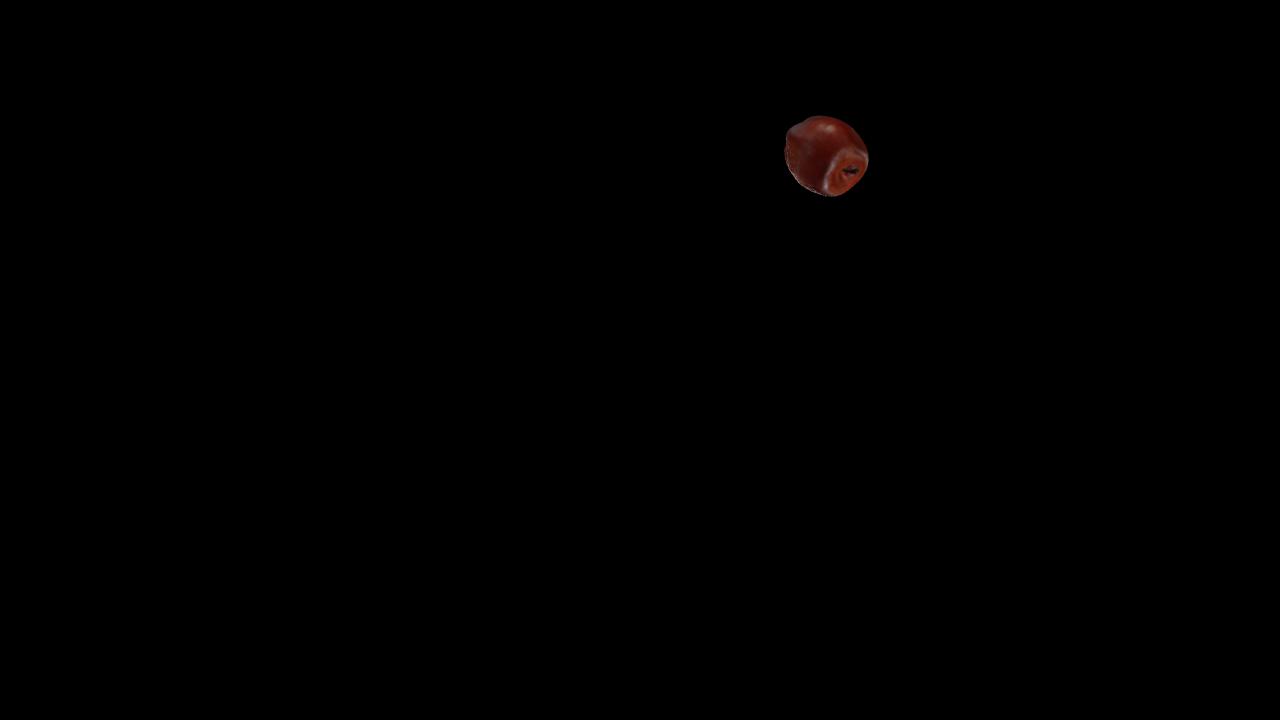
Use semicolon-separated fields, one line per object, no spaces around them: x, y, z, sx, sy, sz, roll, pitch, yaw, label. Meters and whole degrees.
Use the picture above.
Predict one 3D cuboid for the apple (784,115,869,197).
0.198;-0.218;0.655;0.079;0.079;0.093;0;41;-38;apple
